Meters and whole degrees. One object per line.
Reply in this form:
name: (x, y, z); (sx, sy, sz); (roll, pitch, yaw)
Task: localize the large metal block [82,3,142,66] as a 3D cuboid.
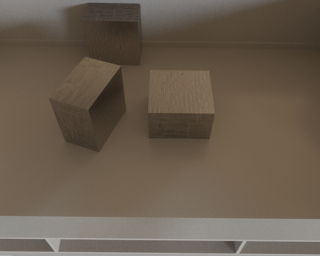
large metal block: (-0.072, -0.148, 0.493); (0.081, 0.080, 0.050); (2, 50, 1)

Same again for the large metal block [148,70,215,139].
large metal block: (0.026, -0.032, 0.417); (0.081, 0.050, 0.080); (1, 50, 0)

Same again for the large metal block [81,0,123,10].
large metal block: (-0.117, -0.286, 0.630); (0.081, 0.050, 0.080); (-3, 50, -3)

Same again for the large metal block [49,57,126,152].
large metal block: (-0.086, -0.030, 0.393); (0.050, 0.080, 0.080); (17, 52, 13)
